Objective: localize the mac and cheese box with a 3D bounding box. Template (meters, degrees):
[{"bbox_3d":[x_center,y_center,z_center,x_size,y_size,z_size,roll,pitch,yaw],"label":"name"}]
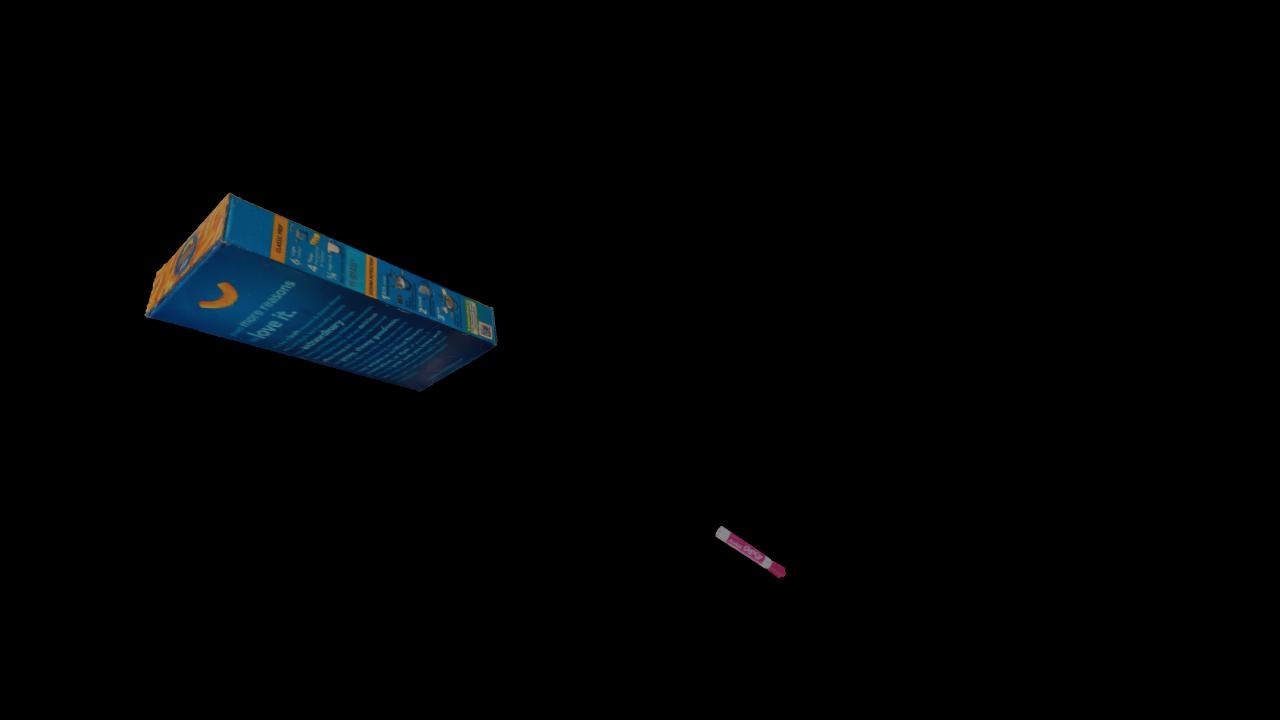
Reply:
[{"bbox_3d":[-0.196,-0.032,0.408,0.093,0.041,0.184,-26,-30,27],"label":"mac and cheese box"}]

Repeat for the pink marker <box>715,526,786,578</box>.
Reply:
[{"bbox_3d":[0.168,0.290,0.925,0.121,0.020,0.020,34,-1,-2],"label":"pink marker"}]
